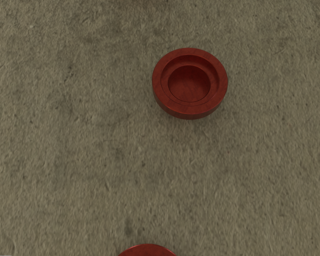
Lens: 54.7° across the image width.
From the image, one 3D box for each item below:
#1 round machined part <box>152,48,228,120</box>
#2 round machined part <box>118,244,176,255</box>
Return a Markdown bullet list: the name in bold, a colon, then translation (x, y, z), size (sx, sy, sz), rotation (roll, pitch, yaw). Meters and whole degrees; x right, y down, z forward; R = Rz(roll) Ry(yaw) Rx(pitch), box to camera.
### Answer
- **round machined part**: translation (0.039, -0.056, 0.420), size (0.099, 0.042, 0.098), rotation (0, 70, -1)
- **round machined part**: translation (-0.014, 0.177, 0.334), size (0.099, 0.042, 0.098), rotation (0, 70, -1)
